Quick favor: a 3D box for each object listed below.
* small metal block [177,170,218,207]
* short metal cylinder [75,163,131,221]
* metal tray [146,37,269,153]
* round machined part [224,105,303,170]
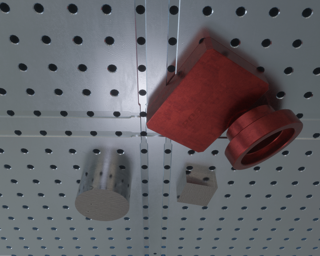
[{"bbox_3d":[0.058,0.097,0.495,0.050,0.025,0.050,11,129,-10],"label":"small metal block"},{"bbox_3d":[-0.086,0.100,0.480,0.081,0.050,0.079,0,130,0],"label":"short metal cylinder"},{"bbox_3d":[0.054,-0.034,0.381,0.090,0.030,0.129,26,125,-21],"label":"metal tray"},{"bbox_3d":[0.124,0.008,0.391,0.099,0.042,0.098,-22,151,-13],"label":"round machined part"}]
